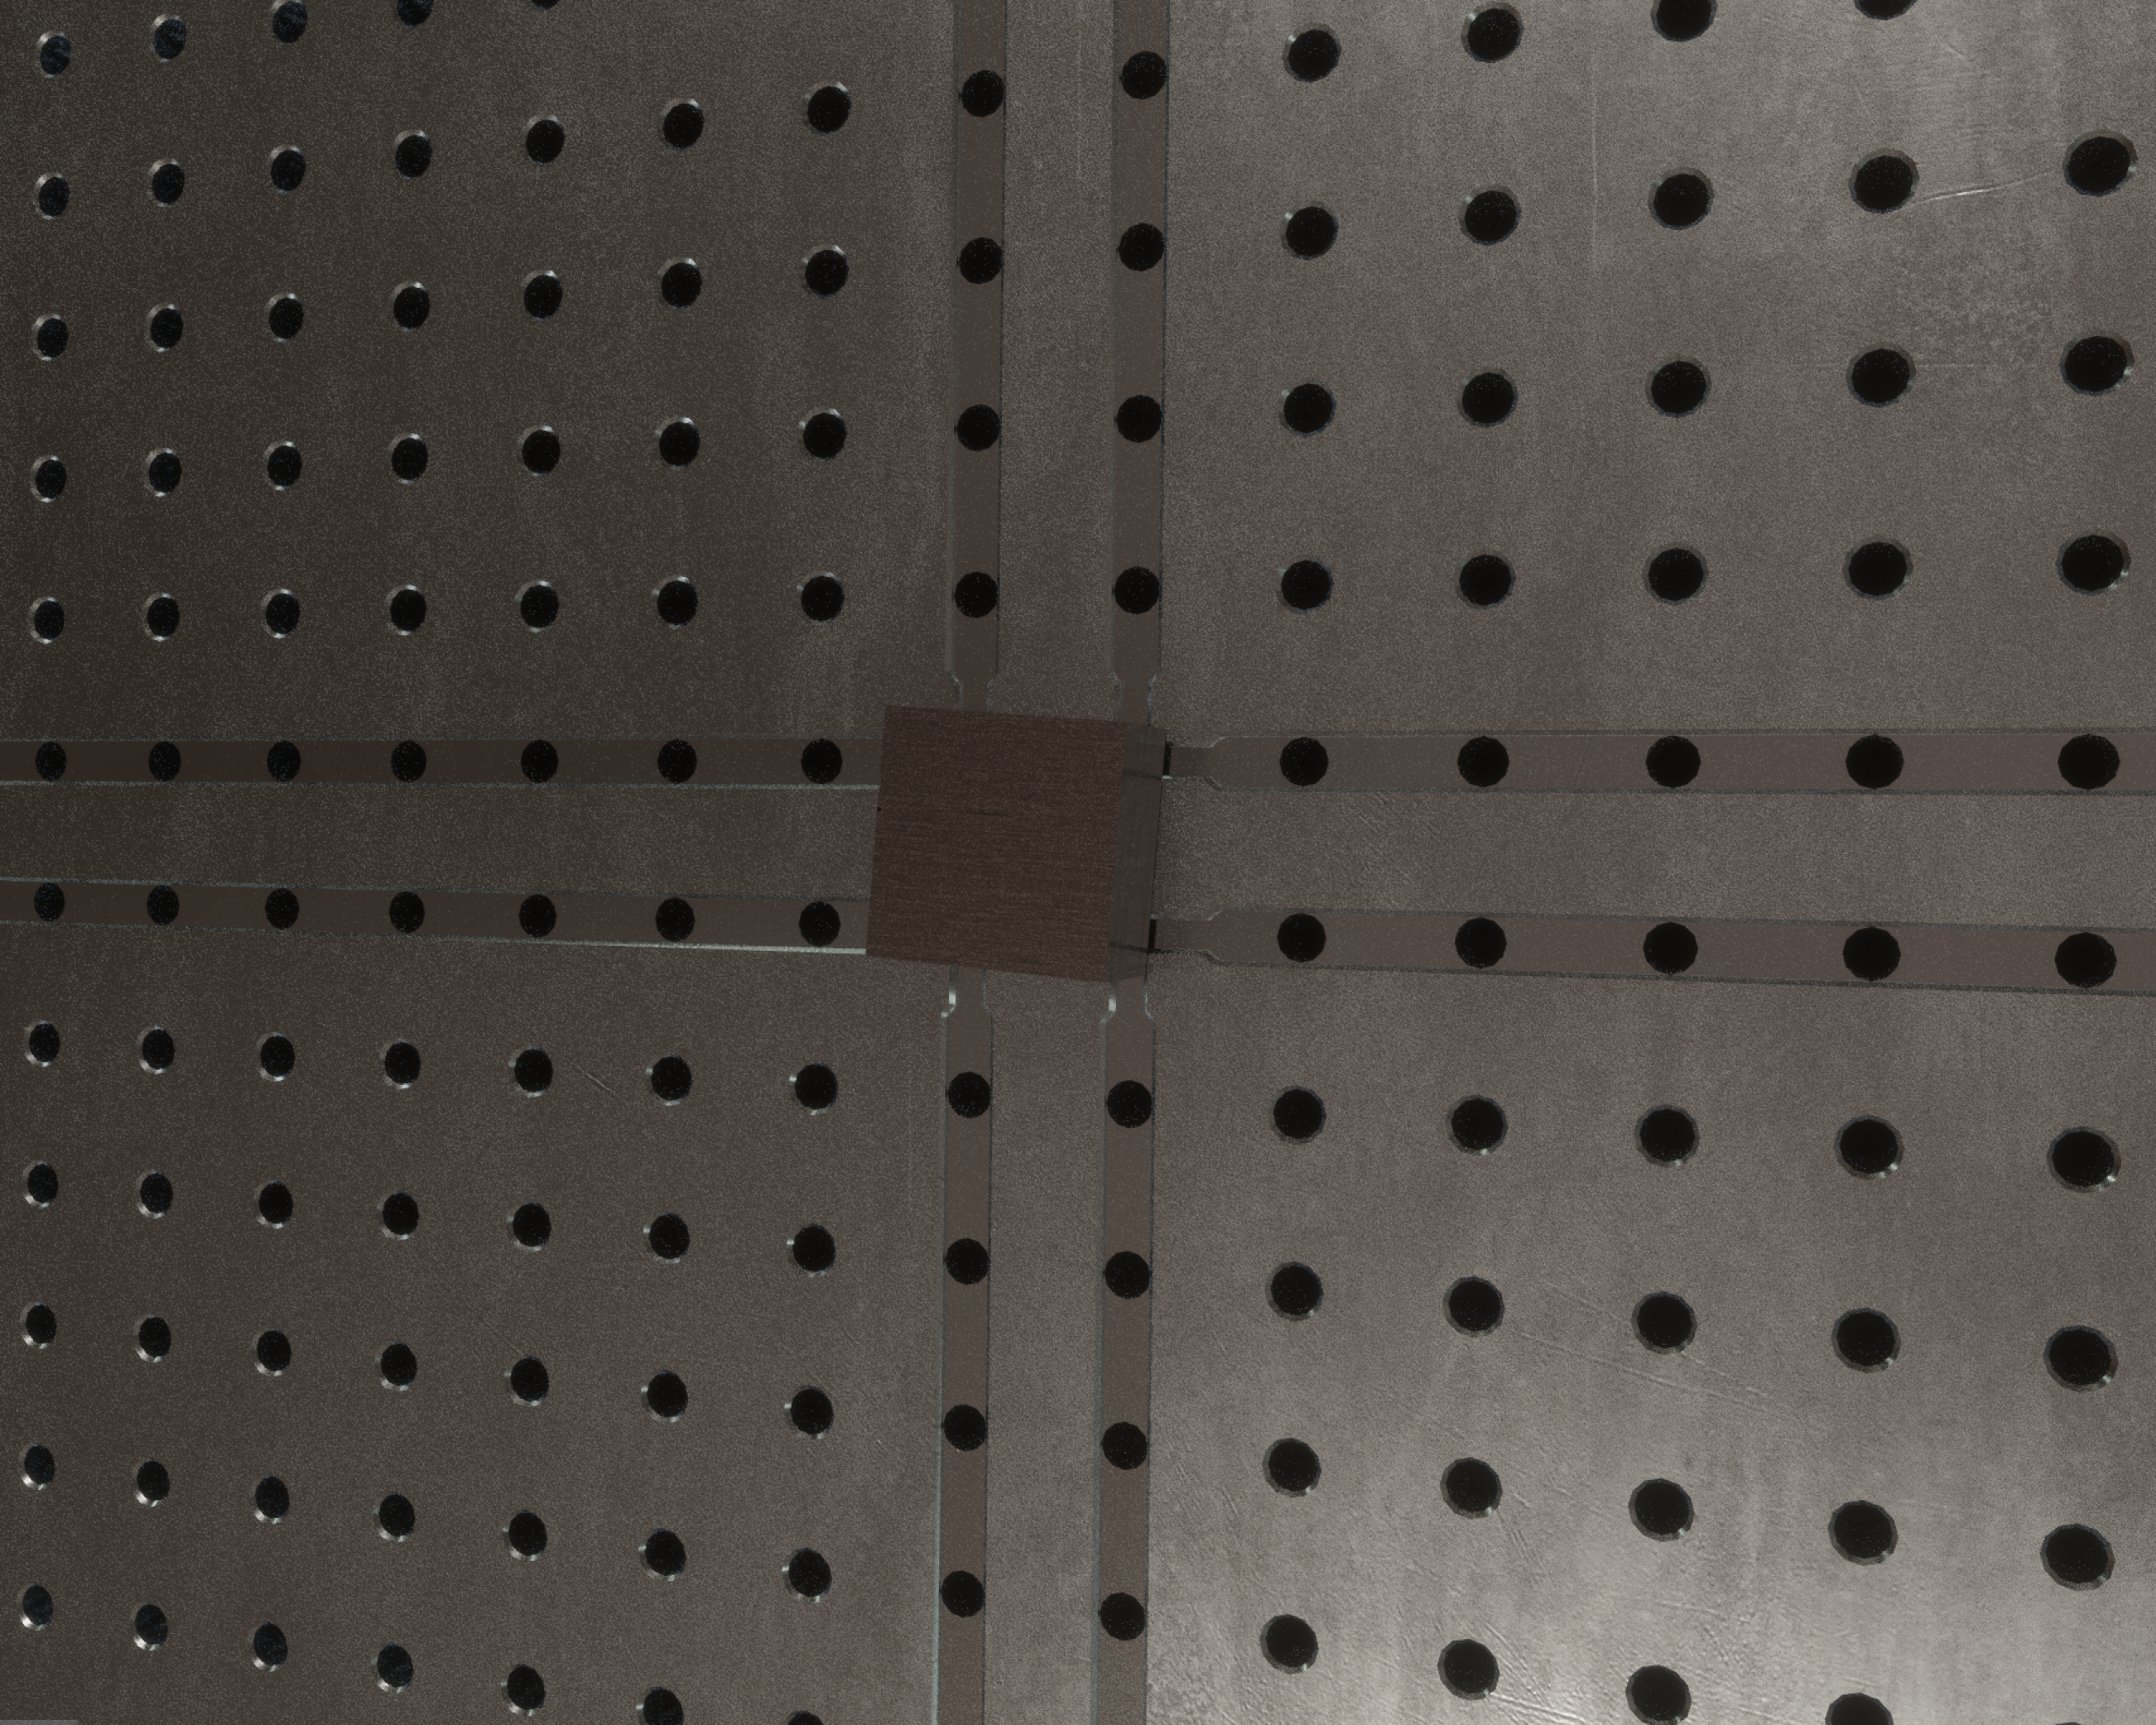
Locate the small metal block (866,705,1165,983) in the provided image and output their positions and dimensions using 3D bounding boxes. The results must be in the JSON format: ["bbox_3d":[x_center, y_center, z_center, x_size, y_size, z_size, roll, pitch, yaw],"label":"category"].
[{"bbox_3d":[-0.012,-0.004,0.416,0.050,0.025,0.050,5,92,19],"label":"small metal block"}]
